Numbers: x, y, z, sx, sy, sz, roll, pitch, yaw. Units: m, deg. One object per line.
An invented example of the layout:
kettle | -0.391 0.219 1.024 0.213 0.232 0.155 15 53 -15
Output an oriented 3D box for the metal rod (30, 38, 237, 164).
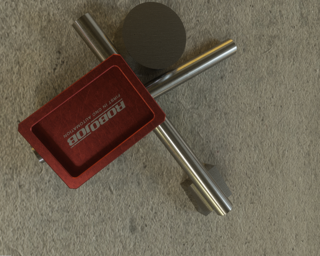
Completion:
metal rod | -0.020 -0.044 0.404 0.302 0.025 0.025 -31 101 -18

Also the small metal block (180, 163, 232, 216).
small metal block | 0.065 0.086 0.435 0.050 0.025 0.050 -35 102 -17

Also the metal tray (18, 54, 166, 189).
metal tray | -0.071 -0.008 0.341 0.130 0.030 0.090 -38 102 -4

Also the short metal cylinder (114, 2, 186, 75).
short metal cylinder | -0.014 -0.110 0.392 0.081 0.050 0.079 0 90 -21

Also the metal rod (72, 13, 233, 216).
metal rod | -0.001 -0.007 0.385 0.025 0.025 0.300 -41 103 -16
